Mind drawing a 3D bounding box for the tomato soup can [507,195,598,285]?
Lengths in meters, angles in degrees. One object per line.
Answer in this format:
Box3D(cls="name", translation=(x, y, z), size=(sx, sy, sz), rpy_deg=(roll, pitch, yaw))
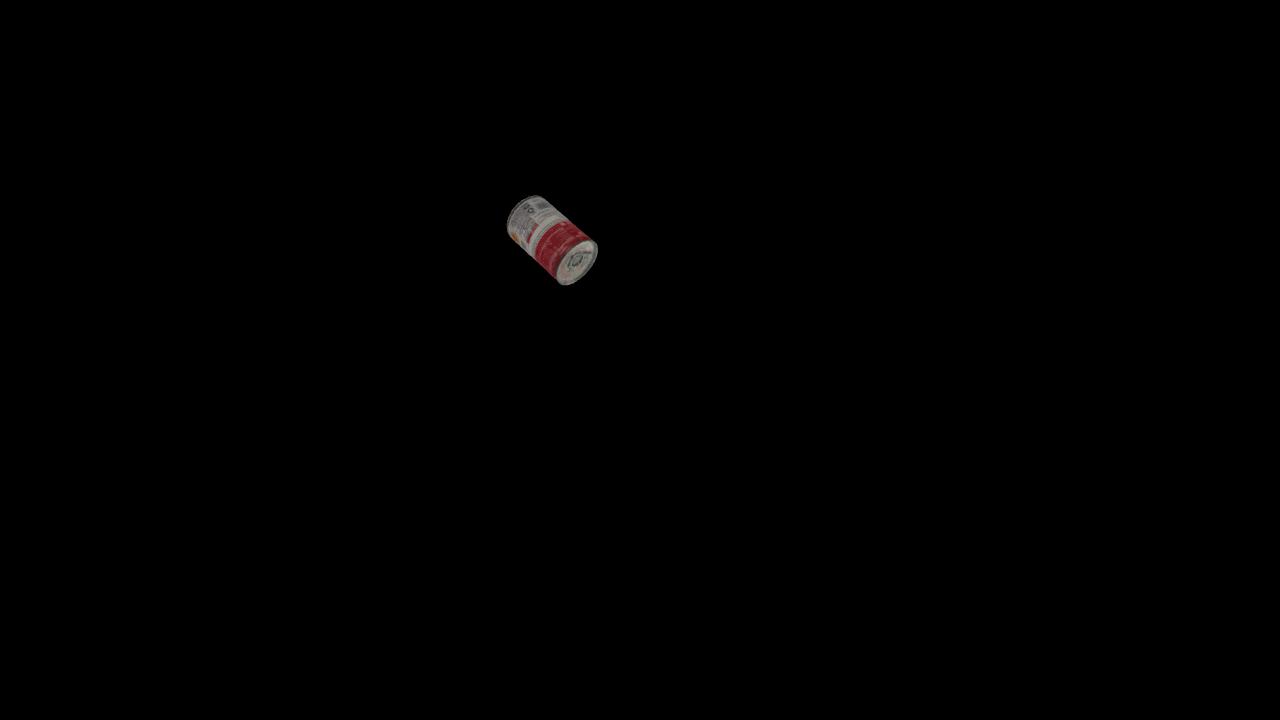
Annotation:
Box3D(cls="tomato soup can", translation=(-0.111, -0.150, 0.768), size=(0.101, 0.068, 0.068), rpy_deg=(43, 17, 19))
